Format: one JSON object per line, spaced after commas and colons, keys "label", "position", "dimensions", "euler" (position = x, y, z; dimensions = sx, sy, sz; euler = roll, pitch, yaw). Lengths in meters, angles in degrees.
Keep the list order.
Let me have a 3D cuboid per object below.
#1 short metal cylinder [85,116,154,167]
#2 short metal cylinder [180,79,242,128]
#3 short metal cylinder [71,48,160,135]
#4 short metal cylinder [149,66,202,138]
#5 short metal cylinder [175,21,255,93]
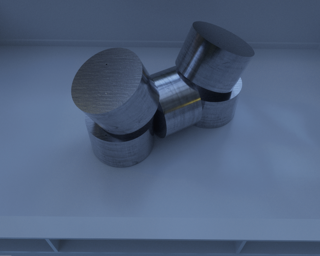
{"label": "short metal cylinder", "position": [-0.048, 0.001, 0.385], "dimensions": [0.081, 0.050, 0.080], "euler": [0, 50, 0]}
{"label": "short metal cylinder", "position": [0.067, -0.047, 0.427], "dimensions": [0.081, 0.050, 0.080], "euler": [0, 50, 0]}
{"label": "short metal cylinder", "position": [-0.047, -0.039, 0.335], "dimensions": [0.080, 0.050, 0.080], "euler": [-9, 62, 17]}
{"label": "short metal cylinder", "position": [0.010, -0.033, 0.395], "dimensions": [0.050, 0.080, 0.080], "euler": [-24, 54, -19]}
{"label": "short metal cylinder", "position": [0.065, -0.087, 0.376], "dimensions": [0.081, 0.050, 0.080], "euler": [18, 35, -13]}
